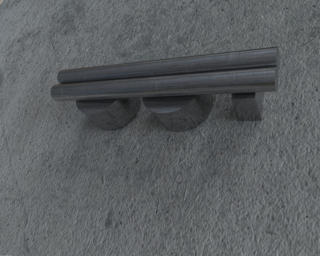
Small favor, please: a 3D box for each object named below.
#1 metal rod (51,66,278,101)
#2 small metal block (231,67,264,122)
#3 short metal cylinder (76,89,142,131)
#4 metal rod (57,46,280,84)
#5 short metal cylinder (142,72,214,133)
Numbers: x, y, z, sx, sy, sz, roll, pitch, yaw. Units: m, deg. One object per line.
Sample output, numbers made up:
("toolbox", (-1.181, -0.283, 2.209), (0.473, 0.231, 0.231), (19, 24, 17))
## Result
("metal rod", (-0.016, -0.050, 0.379), (0.300, 0.025, 0.025), (0, 62, 28))
("small metal block", (0.104, -0.041, 0.361), (0.025, 0.050, 0.050), (-1, 61, 27))
("short metal cylinder", (-0.074, -0.042, 0.453), (0.080, 0.050, 0.080), (-13, 56, 21))
("metal rod", (-0.011, -0.073, 0.390), (0.300, 0.025, 0.025), (0, 62, 28))
("short metal cylinder", (0.023, -0.041, 0.402), (0.080, 0.050, 0.080), (-13, 56, 21))
